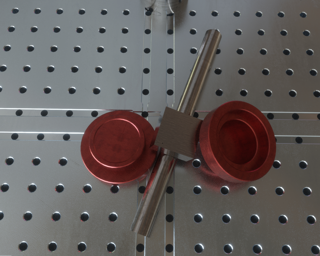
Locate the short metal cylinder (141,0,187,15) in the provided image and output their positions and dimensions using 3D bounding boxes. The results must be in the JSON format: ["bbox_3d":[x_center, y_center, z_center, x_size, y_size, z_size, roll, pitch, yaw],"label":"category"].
[{"bbox_3d":[0.007,-0.226,0.481,0.081,0.050,0.080,0,70,0],"label":"short metal cylinder"}]

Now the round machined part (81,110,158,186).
[{"bbox_3d":[-0.052,0.022,0.394,0.099,0.042,0.098,0,70,0],"label":"round machined part"}]

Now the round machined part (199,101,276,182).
[{"bbox_3d":[0.091,0.019,0.384,0.099,0.042,0.098,6,74,-23],"label":"round machined part"}]

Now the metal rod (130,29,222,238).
[{"bbox_3d":[0.028,-0.007,0.414,0.025,0.025,0.300,19,71,7],"label":"metal rod"}]

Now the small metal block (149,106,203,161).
[{"bbox_3d":[0.020,0.008,0.381,0.050,0.025,0.050,20,72,-10],"label":"small metal block"}]
